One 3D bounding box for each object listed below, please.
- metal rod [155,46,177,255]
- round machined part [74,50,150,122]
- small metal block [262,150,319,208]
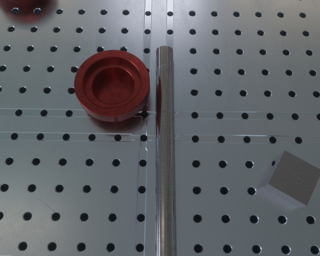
[{"bbox_3d":[0.007,0.027,0.401,0.025,0.025,0.299,0,70,0],"label":"metal rod"},{"bbox_3d":[-0.063,-0.053,0.422,0.099,0.042,0.098,0,70,0],"label":"round machined part"},{"bbox_3d":[0.166,0.064,0.390,0.050,0.025,0.050,30,73,10],"label":"small metal block"}]
